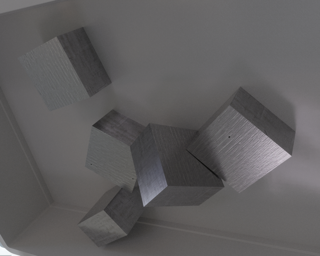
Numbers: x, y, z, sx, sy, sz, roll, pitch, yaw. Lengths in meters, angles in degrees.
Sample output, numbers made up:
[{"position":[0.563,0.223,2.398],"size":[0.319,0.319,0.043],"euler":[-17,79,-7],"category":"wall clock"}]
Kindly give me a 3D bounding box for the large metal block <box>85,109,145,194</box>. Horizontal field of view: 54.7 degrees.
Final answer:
[{"position":[-0.054,0.033,0.442],"size":[0.080,0.050,0.079],"euler":[27,128,11],"category":"large metal block"}]

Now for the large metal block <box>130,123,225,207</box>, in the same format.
[{"position":[0.018,0.046,0.370],"size":[0.050,0.081,0.080],"euler":[-49,45,39],"category":"large metal block"}]

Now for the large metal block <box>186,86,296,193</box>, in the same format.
[{"position":[0.091,0.014,0.353],"size":[0.080,0.050,0.080],"euler":[40,129,1],"category":"large metal block"}]

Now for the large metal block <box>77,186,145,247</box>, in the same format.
[{"position":[-0.071,0.133,0.493],"size":[0.050,0.080,0.080],"euler":[49,129,-6],"category":"large metal block"}]

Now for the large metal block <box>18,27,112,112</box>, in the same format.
[{"position":[-0.125,-0.076,0.412],"size":[0.080,0.050,0.080],"euler":[-13,112,33],"category":"large metal block"}]
